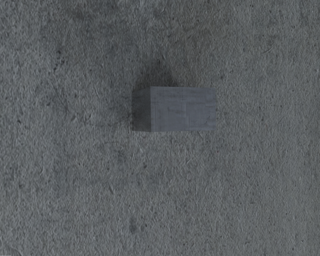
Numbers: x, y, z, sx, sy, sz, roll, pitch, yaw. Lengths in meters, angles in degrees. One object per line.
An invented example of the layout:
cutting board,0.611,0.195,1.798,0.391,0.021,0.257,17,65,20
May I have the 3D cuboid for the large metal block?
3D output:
large metal block,0.014,-0.022,0.387,0.081,0.080,0.050,-1,91,-20
